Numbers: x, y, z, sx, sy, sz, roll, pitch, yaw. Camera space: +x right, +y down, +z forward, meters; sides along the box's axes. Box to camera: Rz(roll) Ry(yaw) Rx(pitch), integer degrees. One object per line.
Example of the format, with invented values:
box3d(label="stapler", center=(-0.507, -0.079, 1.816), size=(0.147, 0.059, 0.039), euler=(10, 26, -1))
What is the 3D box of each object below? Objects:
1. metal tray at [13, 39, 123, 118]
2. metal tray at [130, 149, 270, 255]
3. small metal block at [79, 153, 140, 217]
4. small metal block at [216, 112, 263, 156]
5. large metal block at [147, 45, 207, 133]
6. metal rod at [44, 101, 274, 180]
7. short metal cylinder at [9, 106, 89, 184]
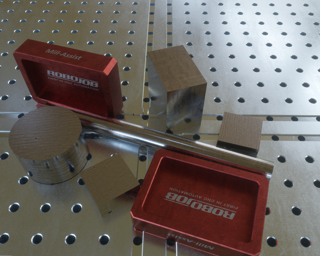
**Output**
box3d(label="metal tray", center=(-0.119, -0.062, 0.415), size=(0.131, 0.090, 0.030), euler=(14, 52, 12))
box3d(label="metal tray", center=(0.045, 0.080, 0.336), size=(0.131, 0.030, 0.090), euler=(14, 52, 11))
box3d(label="small metal block", center=(-0.057, 0.064, 0.354), size=(0.050, 0.025, 0.050), euler=(-26, 55, -20))
box3d(label="small metal block", center=(0.102, 0.010, 0.399), size=(0.050, 0.025, 0.050), euler=(13, 51, 11))
box3d(label="large metal block", center=(0.020, -0.051, 0.417), size=(0.050, 0.080, 0.080), euler=(-14, 52, -12))
box3d(label="metal rod", center=(-0.012, 0.013, 0.396), size=(0.301, 0.025, 0.025), euler=(15, 52, 12))
box3d(label="short metal cylinder", center=(-0.131, 0.020, 0.373), size=(0.080, 0.050, 0.080), euler=(0, 50, 0))
